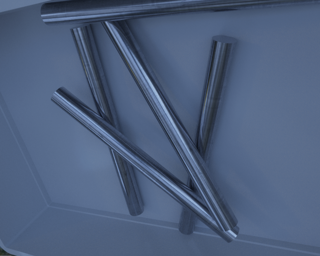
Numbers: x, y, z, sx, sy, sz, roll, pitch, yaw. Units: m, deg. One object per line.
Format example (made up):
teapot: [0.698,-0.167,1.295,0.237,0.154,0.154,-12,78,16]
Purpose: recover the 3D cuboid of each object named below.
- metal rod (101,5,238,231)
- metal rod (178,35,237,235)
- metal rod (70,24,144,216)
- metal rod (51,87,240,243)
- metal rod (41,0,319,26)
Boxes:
metal rod: [0.012,-0.007,0.372,0.025,0.025,0.299,-25,98,36]
metal rod: [0.053,0.032,0.399,0.025,0.025,0.298,18,126,17]
metal rod: [-0.069,0.006,0.446,0.025,0.025,0.298,1,119,27]
metal rod: [-0.020,0.048,0.413,0.300,0.025,0.025,39,129,1]
metal rod: [0.015,-0.123,0.304,0.301,0.025,0.025,3,120,19]
